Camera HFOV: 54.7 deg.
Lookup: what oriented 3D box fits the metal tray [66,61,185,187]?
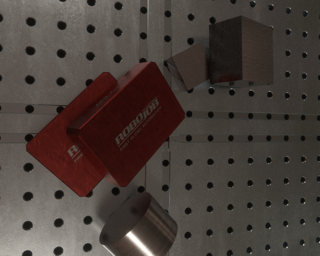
[{"bbox_3d":[-0.034,-0.007,0.371,0.130,0.030,0.090,-49,122,-27],"label":"metal tray"}]

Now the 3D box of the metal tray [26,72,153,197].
[{"bbox_3d":[-0.082,0.007,0.380,0.090,0.030,0.130,46,75,-15],"label":"metal tray"}]

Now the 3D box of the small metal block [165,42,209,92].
[{"bbox_3d":[0.043,-0.084,0.430,0.050,0.025,0.050,-30,100,-18],"label":"small metal block"}]

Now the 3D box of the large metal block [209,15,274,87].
[{"bbox_3d":[0.114,-0.100,0.428,0.081,0.050,0.079,-2,91,-43],"label":"large metal block"}]

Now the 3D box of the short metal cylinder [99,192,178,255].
[{"bbox_3d":[-0.026,0.125,0.375,0.080,0.080,0.050,-43,104,-15],"label":"short metal cylinder"}]
